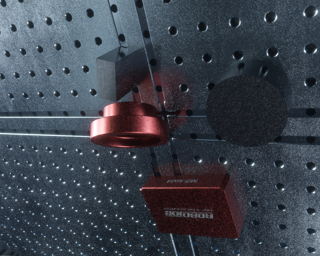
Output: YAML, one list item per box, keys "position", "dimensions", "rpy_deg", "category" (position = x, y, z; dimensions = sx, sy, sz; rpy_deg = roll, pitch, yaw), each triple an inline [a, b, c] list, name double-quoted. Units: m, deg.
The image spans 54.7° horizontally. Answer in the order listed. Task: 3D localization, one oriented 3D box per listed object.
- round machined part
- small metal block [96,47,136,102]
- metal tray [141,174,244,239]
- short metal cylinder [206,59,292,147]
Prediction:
- position: [-0.037, -0.004, 0.393]
  dimensions: [0.098, 0.098, 0.042]
  rpy_deg: [-10, 73, 32]
  category: "round machined part"
- position: [-0.052, -0.067, 0.380]
  dimensions: [0.025, 0.050, 0.050]
  rpy_deg: [16, 125, 19]
  category: "small metal block"
- position: [0.046, 0.114, 0.453]
  dimensions: [0.130, 0.030, 0.090]
  rpy_deg: [-7, 115, 31]
  category: "metal tray"
- position: [0.095, -0.027, 0.328]
  dimensions: [0.080, 0.050, 0.079]
  rpy_deg: [13, 124, 20]
  category: "short metal cylinder"
